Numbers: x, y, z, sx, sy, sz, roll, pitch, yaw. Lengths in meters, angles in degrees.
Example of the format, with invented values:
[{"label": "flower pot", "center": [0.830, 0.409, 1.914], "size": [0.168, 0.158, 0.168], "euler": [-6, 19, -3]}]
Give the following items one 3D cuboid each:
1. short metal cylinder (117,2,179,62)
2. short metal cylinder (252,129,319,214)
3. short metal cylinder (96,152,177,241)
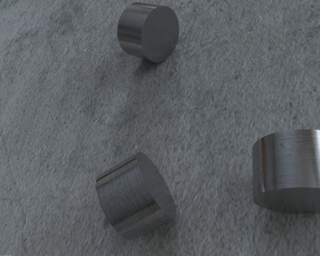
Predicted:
[{"label": "short metal cylinder", "center": [-0.017, -0.143, 0.464], "size": [0.050, 0.080, 0.080], "euler": [25, 75, 36]}, {"label": "short metal cylinder", "center": [0.125, 0.042, 0.277], "size": [0.080, 0.080, 0.050], "euler": [-6, 59, 25]}, {"label": "short metal cylinder", "center": [-0.024, 0.073, 0.336], "size": [0.050, 0.080, 0.080], "euler": [-31, 52, 8]}]
